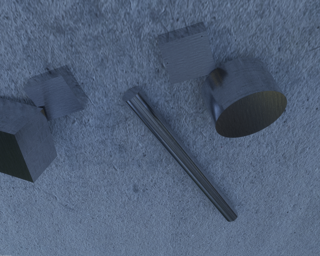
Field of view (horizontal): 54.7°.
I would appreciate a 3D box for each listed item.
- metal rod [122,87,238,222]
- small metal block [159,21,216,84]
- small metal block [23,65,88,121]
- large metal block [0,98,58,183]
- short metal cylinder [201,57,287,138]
[{"bbox_3d":[0.044,0.055,0.454,0.025,0.025,0.300,-26,126,20],"label":"metal rod"},{"bbox_3d":[0.030,-0.081,0.339,0.050,0.025,0.050,-14,129,11],"label":"small metal block"},{"bbox_3d":[-0.123,-0.041,0.370,0.050,0.025,0.050,-16,129,13],"label":"small metal block"},{"bbox_3d":[-0.184,0.013,0.383,0.080,0.050,0.079,13,132,15],"label":"large metal block"},{"bbox_3d":[0.093,-0.032,0.349,0.081,0.050,0.080,-11,146,-8],"label":"short metal cylinder"}]
